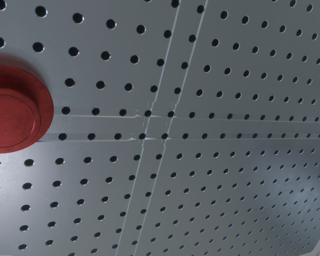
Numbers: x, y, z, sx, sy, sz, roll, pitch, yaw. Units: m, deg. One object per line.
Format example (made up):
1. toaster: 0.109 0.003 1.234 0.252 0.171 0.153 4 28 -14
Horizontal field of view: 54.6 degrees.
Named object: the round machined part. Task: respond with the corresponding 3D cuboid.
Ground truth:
1. round machined part: -0.156 -0.015 0.305 0.099 0.042 0.097 -14 124 -21
